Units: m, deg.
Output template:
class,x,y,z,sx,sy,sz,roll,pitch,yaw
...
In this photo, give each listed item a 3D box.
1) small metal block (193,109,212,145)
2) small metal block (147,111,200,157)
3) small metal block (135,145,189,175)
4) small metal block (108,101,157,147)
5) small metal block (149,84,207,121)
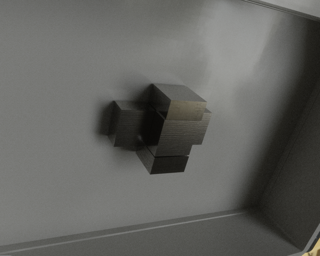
class,x,y,z,sx,sy,sz,roll,pitch,yaw
small metal block,0.037,-0.004,0.424,0.050,0.025,0.050,0,118,-29
small metal block,0.016,0.007,0.386,0.050,0.025,0.050,0,118,-29
small metal block,0.002,0.035,0.411,0.050,0.050,0.025,0,118,-29
small metal block,-0.033,-0.005,0.385,0.050,0.025,0.050,1,118,-29
small metal block,0.021,-0.032,0.381,0.050,0.050,0.025,0,118,-29
